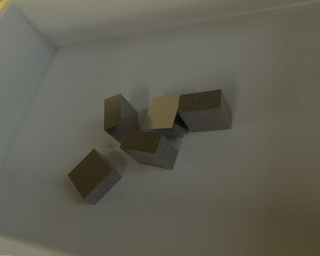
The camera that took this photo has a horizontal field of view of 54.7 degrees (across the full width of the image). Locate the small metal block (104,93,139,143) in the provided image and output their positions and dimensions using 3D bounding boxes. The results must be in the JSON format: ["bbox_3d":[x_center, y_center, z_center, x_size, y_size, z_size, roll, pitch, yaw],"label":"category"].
[{"bbox_3d":[-0.052,-0.010,0.423,0.025,0.050,0.050,-19,55,18],"label":"small metal block"}]

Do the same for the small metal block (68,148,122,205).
[{"bbox_3d":[-0.087,0.064,0.412,0.050,0.025,0.050,-46,51,-4],"label":"small metal block"}]

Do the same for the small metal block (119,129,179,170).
[{"bbox_3d":[-0.012,0.027,0.380,0.050,0.050,0.025,7,65,31],"label":"small metal block"}]

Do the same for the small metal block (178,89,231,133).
[{"bbox_3d":[0.055,-0.019,0.372,0.050,0.050,0.025,-6,59,25],"label":"small metal block"}]

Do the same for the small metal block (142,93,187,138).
[{"bbox_3d":[0.010,-0.015,0.403,0.050,0.025,0.050,-3,59,41],"label":"small metal block"}]
